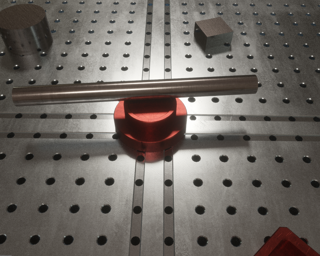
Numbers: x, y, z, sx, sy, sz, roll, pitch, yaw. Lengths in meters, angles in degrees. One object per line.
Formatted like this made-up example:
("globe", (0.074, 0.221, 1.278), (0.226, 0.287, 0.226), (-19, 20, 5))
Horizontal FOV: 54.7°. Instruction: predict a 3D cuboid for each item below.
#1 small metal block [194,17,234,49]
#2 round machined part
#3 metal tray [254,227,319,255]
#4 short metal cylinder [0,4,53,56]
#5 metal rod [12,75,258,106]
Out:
("small metal block", (0.095, -0.170, 0.552), (0.050, 0.025, 0.050), (-15, 52, -13))
("round machined part", (-0.013, -0.020, 0.413), (0.099, 0.042, 0.098), (0, 50, 0))
("metal tray", (0.103, 0.162, 0.269), (0.131, 0.030, 0.090), (-34, 58, -26))
("short metal cylinder", (-0.231, -0.169, 0.530), (0.081, 0.050, 0.080), (0, 50, 0))
("metal rod", (-0.028, -0.048, 0.392), (0.302, 0.025, 0.025), (-3, 50, -3))
